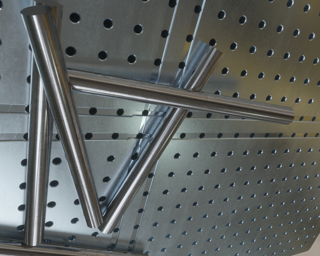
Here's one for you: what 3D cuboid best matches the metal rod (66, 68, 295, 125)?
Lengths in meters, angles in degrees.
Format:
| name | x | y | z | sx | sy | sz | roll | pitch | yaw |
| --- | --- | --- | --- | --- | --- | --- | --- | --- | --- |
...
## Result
| name | x | y | z | sx | sy | sz | roll | pitch | yaw |
| --- | --- | --- | --- | --- | --- | --- | --- | --- | --- |
| metal rod | 0.040 | -0.034 | 0.381 | 0.302 | 0.025 | 0.025 | 7 | 115 | -21 |

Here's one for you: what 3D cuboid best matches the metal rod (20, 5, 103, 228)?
| name | x | y | z | sx | sy | sz | roll | pitch | yaw |
| --- | --- | --- | --- | --- | --- | --- | --- | --- | --- |
| metal rod | -0.098 | 0.018 | 0.349 | 0.025 | 0.025 | 0.298 | -18 | 132 | -18 |

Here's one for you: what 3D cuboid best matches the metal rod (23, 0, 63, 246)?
| name | x | y | z | sx | sy | sz | roll | pitch | yaw |
| --- | --- | --- | --- | --- | --- | --- | --- | --- | --- |
| metal rod | -0.135 | 0.016 | 0.348 | 0.025 | 0.025 | 0.298 | -1 | 119 | -29 |

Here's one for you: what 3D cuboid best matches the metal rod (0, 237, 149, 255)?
| name | x | y | z | sx | sy | sz | roll | pitch | yaw |
| --- | --- | --- | --- | --- | --- | --- | --- | --- | --- |
| metal rod | -0.136 | 0.184 | 0.451 | 0.302 | 0.025 | 0.025 | 25 | 105 | -37 |

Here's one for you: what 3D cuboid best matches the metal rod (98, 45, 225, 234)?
| name | x | y | z | sx | sy | sz | roll | pitch | yaw |
| --- | --- | --- | --- | --- | --- | --- | --- | --- | --- |
| metal rod | -0.005 | 0.025 | 0.425 | 0.025 | 0.025 | 0.299 | 22 | 107 | -37 |
